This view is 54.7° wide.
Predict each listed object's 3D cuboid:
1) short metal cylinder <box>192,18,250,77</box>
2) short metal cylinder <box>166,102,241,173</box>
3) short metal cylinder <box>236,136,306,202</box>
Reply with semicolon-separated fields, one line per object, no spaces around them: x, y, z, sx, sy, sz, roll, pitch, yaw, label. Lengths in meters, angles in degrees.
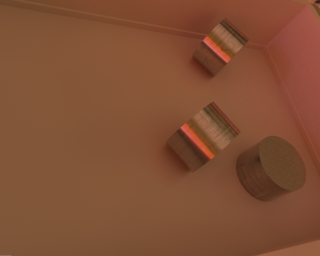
0.098;-0.129;0.501;0.050;0.080;0.080;43;51;1;short metal cylinder
0.054;0.011;0.392;0.050;0.080;0.081;49;51;6;short metal cylinder
0.156;0.058;0.438;0.081;0.050;0.080;14;56;-21;short metal cylinder
